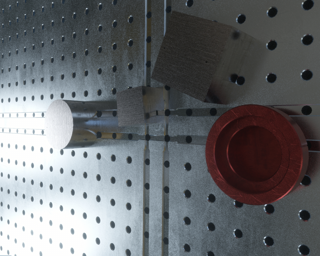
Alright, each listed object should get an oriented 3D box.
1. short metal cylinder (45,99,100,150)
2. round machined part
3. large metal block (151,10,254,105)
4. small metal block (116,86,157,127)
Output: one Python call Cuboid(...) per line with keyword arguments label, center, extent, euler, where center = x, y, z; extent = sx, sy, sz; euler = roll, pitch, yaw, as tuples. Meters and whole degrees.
Cuboid(label="short metal cylinder", center=(-0.146, -0.006, 0.510), extent=(0.080, 0.050, 0.079), euler=(0, 90, 39))
Cuboid(label="round machined part", center=(0.099, 0.026, 0.315), extent=(0.098, 0.042, 0.097), euler=(0, 90, 39))
Cuboid(label="large metal block", center=(0.046, -0.079, 0.354), extent=(0.080, 0.050, 0.079), euler=(30, 109, 35))
Cuboid(label="small metal block", center=(-0.033, -0.029, 0.435), extent=(0.050, 0.025, 0.050), euler=(-7, 85, 39))
